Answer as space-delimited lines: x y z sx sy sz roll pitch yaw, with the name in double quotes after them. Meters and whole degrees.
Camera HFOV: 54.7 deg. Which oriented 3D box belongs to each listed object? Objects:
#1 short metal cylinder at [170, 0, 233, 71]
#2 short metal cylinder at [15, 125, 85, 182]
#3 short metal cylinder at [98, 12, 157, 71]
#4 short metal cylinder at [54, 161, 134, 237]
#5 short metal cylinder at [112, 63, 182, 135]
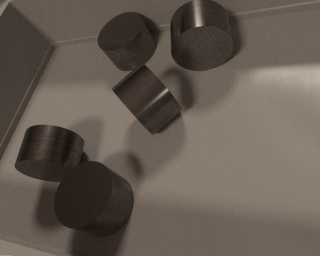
0.055 -0.122 0.416 0.080 0.080 0.050 -13 57 20 "short metal cylinder"
-0.149 0.037 0.424 0.080 0.080 0.050 -9 58 23 "short metal cylinder"
-0.053 -0.140 0.501 0.080 0.050 0.080 -13 56 20 "short metal cylinder"
-0.079 0.087 0.376 0.080 0.050 0.080 -13 56 20 "short metal cylinder"
-0.017 -0.037 0.400 0.050 0.080 0.080 -41 51 0 "short metal cylinder"
